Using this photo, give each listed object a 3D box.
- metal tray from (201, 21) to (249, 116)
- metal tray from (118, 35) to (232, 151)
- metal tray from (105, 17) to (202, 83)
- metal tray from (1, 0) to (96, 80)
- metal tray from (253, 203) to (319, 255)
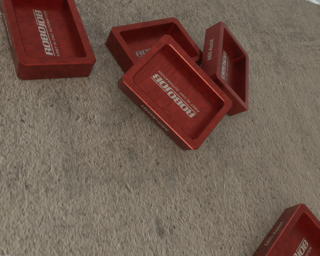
[{"bbox_3d":[0.106,-0.095,0.493,0.090,0.030,0.130,39,46,-33],"label":"metal tray"},{"bbox_3d":[0.022,-0.044,0.406,0.130,0.030,0.090,44,71,-10],"label":"metal tray"},{"bbox_3d":[-0.004,-0.117,0.469,0.131,0.030,0.090,-24,75,-37],"label":"metal tray"},{"bbox_3d":[-0.146,-0.125,0.397,0.091,0.030,0.130,-10,67,-32],"label":"metal tray"},{"bbox_3d":[0.174,0.169,0.390,0.131,0.030,0.090,-33,80,-38],"label":"metal tray"}]
